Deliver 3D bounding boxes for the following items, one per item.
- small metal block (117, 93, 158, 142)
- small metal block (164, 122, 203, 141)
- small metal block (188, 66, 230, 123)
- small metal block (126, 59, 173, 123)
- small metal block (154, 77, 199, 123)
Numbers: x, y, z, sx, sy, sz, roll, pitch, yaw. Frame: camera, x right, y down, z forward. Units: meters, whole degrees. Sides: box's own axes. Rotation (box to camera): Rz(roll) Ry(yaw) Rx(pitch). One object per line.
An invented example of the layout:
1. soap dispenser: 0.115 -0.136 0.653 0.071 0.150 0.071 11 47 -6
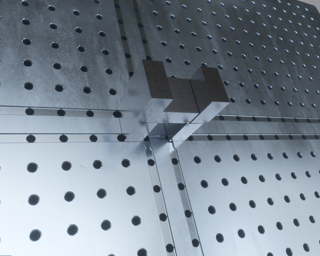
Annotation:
1. small metal block: -0.029 -0.016 0.387 0.025 0.050 0.050 1 62 -28
2. small metal block: 0.028 -0.016 0.418 0.025 0.050 0.050 -1 62 -29
3. small metal block: 0.054 -0.040 0.381 0.025 0.050 0.050 0 61 -28
4. small metal block: -0.013 -0.040 0.345 0.025 0.050 0.050 0 61 -28
5. small metal block: 0.014 -0.034 0.374 0.050 0.025 0.050 1 61 -28
